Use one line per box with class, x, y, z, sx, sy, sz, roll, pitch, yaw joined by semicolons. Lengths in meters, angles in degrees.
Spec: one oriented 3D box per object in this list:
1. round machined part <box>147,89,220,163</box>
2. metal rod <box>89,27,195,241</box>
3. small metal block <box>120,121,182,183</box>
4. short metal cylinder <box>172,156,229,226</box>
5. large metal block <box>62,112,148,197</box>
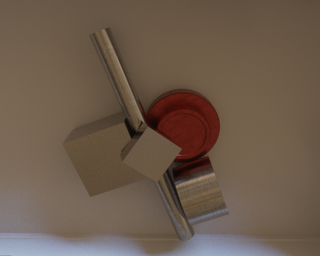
round machined part;0.029;0.002;0.401;0.099;0.042;0.097;0;110;-1
metal rod;-0.015;0.022;0.395;0.025;0.025;0.299;-20;109;7
small metal block;-0.011;0.028;0.368;0.050;0.025;0.050;34;95;-19
short metal cylinder;0.054;0.083;0.412;0.050;0.080;0.080;-20;109;7
large metal block;-0.066;0.032;0.405;0.080;0.050;0.080;-19;109;6
